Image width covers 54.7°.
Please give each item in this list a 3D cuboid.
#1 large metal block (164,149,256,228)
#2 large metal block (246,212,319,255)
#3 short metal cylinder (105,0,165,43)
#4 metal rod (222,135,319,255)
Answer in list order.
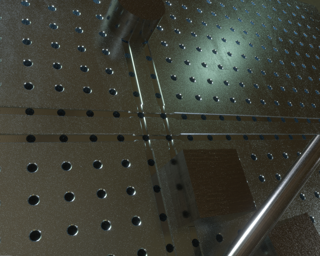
[{"bbox_3d":[0.060,0.073,0.382,0.081,0.050,0.080,1,61,-28],"label":"large metal block"},{"bbox_3d":[0.160,0.160,0.383,0.081,0.050,0.080,-9,67,-33],"label":"large metal block"},{"bbox_3d":[-0.039,-0.180,0.483,0.081,0.050,0.080,14,56,-21],"label":"short metal cylinder"},{"bbox_3d":[0.112,0.112,0.350,0.025,0.025,0.301,46,67,3],"label":"metal rod"}]
